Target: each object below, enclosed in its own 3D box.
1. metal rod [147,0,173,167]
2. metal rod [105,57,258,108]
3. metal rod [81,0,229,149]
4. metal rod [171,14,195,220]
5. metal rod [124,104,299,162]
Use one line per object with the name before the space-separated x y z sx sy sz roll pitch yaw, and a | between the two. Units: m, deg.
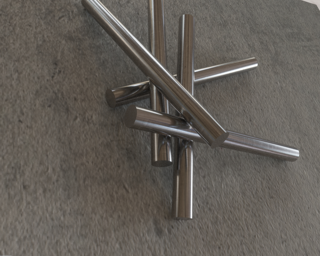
metal rod | -0.003 -0.093 0.424 0.025 0.025 0.299 10 62 -24
metal rod | 0.053 -0.078 0.481 0.302 0.025 0.025 -19 72 -36
metal rod | -0.022 -0.089 0.397 0.025 0.025 0.300 -18 56 -35
metal rod | 0.034 -0.031 0.418 0.025 0.025 0.299 14 64 -21
metal rod | 0.090 0.015 0.409 0.302 0.025 0.025 13 56 -35
